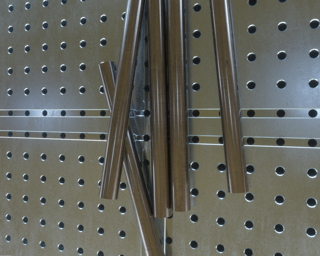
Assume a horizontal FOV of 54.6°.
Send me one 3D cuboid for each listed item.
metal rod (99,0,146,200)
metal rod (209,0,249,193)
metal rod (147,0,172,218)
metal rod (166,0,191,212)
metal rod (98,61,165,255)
[{"bbox_3d":[-0.047,-0.058,0.410,0.025,0.025,0.299,6,85,20],"label":"metal rod"},{"bbox_3d":[0.082,-0.071,0.383,0.025,0.025,0.298,-6,88,20],"label":"metal rod"},{"bbox_3d":[-0.001,-0.033,0.413,0.025,0.025,0.298,-2,89,20],"label":"metal rod"},{"bbox_3d":[0.024,-0.044,0.404,0.025,0.025,0.298,-2,89,20],"label":"metal rod"},{"bbox_3d":[-0.037,0.054,0.426,0.025,0.025,0.299,-17,84,19],"label":"metal rod"}]
